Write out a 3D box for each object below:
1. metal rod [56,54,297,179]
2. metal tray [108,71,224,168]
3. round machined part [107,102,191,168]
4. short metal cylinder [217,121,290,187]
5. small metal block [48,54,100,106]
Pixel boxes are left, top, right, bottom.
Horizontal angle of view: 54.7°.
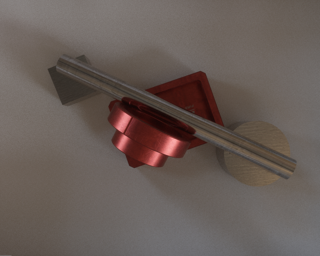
[{"bbox_3d":[0.014,-0.016,0.369,0.301,0.025,0.025,25,90,6],"label":"metal rod"},{"bbox_3d":[0.009,-0.011,0.407,0.131,0.030,0.090,-19,90,-1],"label":"metal tray"},{"bbox_3d":[-0.017,0.011,0.360,0.098,0.098,0.042,28,98,-1],"label":"round machined part"},{"bbox_3d":[0.117,0.031,0.399,0.081,0.050,0.079,0,90,-1],"label":"short metal cylinder"},{"bbox_3d":[-0.111,-0.062,0.408,0.050,0.025,0.050,-22,90,-1],"label":"small metal block"}]
